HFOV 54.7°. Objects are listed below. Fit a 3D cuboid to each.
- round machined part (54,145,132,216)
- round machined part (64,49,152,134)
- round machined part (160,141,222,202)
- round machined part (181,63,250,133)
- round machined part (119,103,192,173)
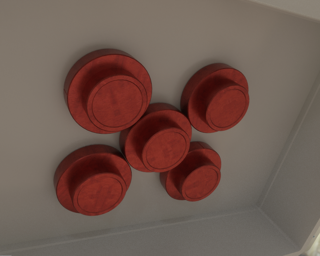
[{"bbox_3d":[-0.082,0.073,0.398,0.099,0.042,0.097,-14,125,-21],"label":"round machined part"},{"bbox_3d":[-0.053,-0.035,0.346,0.099,0.042,0.097,-14,125,-21],"label":"round machined part"},{"bbox_3d":[0.053,0.073,0.472,0.099,0.042,0.097,-14,125,-21],"label":"round machined part"},{"bbox_3d":[0.081,-0.035,0.421,0.099,0.042,0.097,-14,125,-21],"label":"round machined part"},{"bbox_3d":[0.000,0.020,0.409,0.099,0.042,0.097,-14,125,-21],"label":"round machined part"}]
